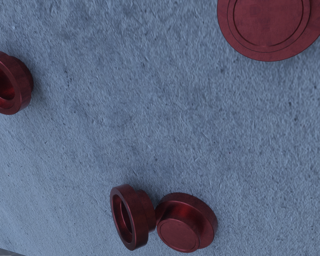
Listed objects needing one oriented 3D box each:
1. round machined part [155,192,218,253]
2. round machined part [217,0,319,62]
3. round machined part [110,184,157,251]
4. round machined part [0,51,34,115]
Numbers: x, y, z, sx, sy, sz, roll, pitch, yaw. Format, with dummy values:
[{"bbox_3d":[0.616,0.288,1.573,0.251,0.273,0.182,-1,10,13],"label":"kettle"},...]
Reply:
[{"bbox_3d":[0.034,0.149,0.470,0.098,0.042,0.097,13,124,21],"label":"round machined part"},{"bbox_3d":[0.099,-0.106,0.278,0.098,0.042,0.097,13,124,21],"label":"round machined part"},{"bbox_3d":[-0.040,0.134,0.479,0.098,0.042,0.097,34,130,53],"label":"round machined part"},{"bbox_3d":[-0.236,-0.072,0.476,0.098,0.042,0.097,13,124,21],"label":"round machined part"}]
